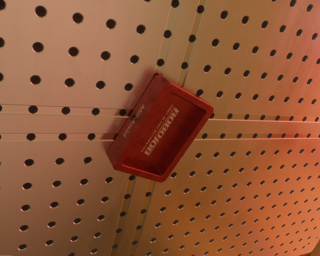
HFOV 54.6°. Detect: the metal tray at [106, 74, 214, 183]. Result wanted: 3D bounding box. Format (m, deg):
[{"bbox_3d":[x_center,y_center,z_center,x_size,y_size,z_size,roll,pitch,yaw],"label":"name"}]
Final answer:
[{"bbox_3d":[0.001,0.005,0.411,0.090,0.030,0.129,24,106,-37],"label":"metal tray"}]
